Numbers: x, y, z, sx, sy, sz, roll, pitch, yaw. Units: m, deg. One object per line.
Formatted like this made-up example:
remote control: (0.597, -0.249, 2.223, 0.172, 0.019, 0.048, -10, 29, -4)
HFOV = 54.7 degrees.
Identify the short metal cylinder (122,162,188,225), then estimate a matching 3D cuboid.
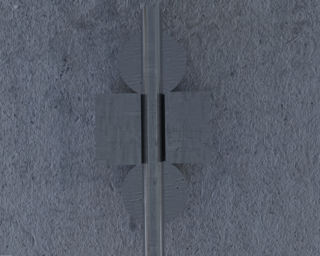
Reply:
short metal cylinder: (-0.006, 0.078, 0.399, 0.081, 0.050, 0.080, 0, 90, 0)

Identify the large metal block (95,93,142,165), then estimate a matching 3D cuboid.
large metal block: (-0.046, 0.001, 0.383, 0.050, 0.080, 0.080, -1, 90, 0)

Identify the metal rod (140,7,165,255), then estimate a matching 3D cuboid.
metal rod: (-0.009, 0.013, 0.361, 0.025, 0.025, 0.298, -1, 90, 0)

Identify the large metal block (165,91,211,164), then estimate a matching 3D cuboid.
large metal block: (0.031, -0.001, 0.384, 0.050, 0.080, 0.080, -1, 90, 0)

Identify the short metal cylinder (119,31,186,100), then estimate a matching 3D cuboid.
short metal cylinder: (-0.009, -0.078, 0.398, 0.081, 0.050, 0.080, 0, 90, 0)
